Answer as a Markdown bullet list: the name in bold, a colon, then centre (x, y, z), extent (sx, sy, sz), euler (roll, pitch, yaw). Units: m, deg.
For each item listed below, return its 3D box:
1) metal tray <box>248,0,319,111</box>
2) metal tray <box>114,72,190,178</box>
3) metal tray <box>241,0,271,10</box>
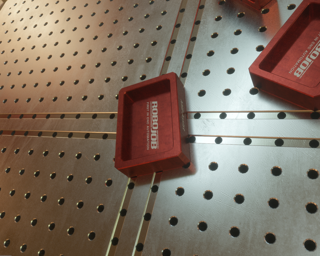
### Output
- **metal tray**: centre (0.180, -0.092, 0.366), extent (0.090, 0.030, 0.130), euler (34, 80, 38)
- **metal tray**: centre (-0.012, -0.006, 0.415), extent (0.090, 0.030, 0.130), euler (-15, 56, 20)
- **metal tray**: centre (0.109, -0.240, 0.456), extent (0.030, 0.090, 0.130), euler (-39, 51, 2)
